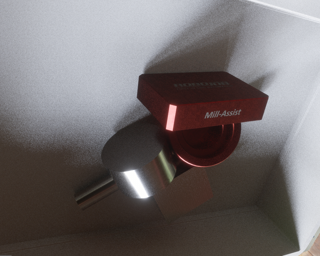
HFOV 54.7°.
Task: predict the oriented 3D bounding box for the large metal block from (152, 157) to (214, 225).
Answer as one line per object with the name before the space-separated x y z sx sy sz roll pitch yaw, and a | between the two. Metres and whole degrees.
large metal block | 0.024 0.082 0.454 0.080 0.050 0.080 -29 129 -10

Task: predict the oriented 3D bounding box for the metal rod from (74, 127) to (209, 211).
metal rod | 0.022 0.027 0.437 0.302 0.025 0.025 -29 129 -10

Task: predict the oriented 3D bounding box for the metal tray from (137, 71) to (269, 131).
metal tray | 0.049 -0.037 0.369 0.131 0.090 0.030 -7 122 -26

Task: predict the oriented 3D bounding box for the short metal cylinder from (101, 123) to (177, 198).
short metal cylinder | -0.025 0.039 0.383 0.080 0.080 0.050 -30 129 -10

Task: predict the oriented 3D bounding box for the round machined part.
round machined part | 0.053 0.000 0.408 0.099 0.042 0.097 -1 93 -14
